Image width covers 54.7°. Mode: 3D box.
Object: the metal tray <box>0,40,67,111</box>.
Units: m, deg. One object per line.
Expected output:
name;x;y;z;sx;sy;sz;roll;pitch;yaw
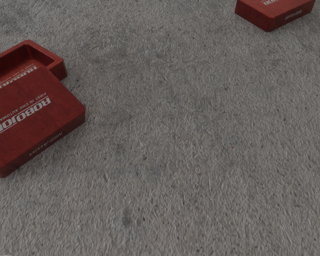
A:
metal tray;-0.218;-0.076;0.461;0.090;0.030;0.131;31;57;23

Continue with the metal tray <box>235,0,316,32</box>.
metal tray;0.224;-0.240;0.603;0.131;0.030;0.090;-29;56;-22

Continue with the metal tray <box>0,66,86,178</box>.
metal tray;-0.172;-0.012;0.391;0.090;0.030;0.131;45;61;10
